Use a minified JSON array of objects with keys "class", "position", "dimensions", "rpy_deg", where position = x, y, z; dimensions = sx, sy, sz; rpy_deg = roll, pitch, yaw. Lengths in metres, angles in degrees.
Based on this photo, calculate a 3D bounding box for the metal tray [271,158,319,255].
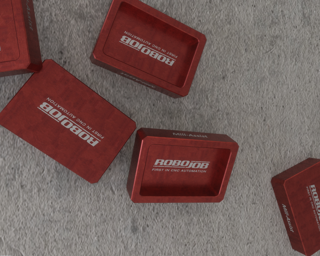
[{"class":"metal tray","position":[0.238,0.124,0.494],"dimensions":[0.091,0.030,0.129],"rpy_deg":[-22,98,-19]}]

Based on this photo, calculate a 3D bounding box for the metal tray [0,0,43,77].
[{"class":"metal tray","position":[-0.181,-0.119,0.321],"dimensions":[0.091,0.030,0.129],"rpy_deg":[-7,93,3]}]

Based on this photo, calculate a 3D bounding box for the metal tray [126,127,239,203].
[{"class":"metal tray","position":[0.029,0.051,0.401],"dimensions":[0.131,0.030,0.089],"rpy_deg":[5,109,-20]}]

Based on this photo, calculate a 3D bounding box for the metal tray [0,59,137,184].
[{"class":"metal tray","position":[-0.106,-0.006,0.367],"dimensions":[0.130,0.030,0.090],"rpy_deg":[38,78,-16]}]

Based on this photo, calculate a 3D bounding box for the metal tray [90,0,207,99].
[{"class":"metal tray","position":[-0.013,-0.103,0.401],"dimensions":[0.131,0.030,0.090],"rpy_deg":[21,83,-19]}]
